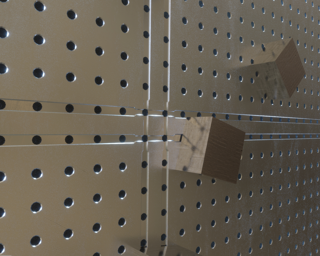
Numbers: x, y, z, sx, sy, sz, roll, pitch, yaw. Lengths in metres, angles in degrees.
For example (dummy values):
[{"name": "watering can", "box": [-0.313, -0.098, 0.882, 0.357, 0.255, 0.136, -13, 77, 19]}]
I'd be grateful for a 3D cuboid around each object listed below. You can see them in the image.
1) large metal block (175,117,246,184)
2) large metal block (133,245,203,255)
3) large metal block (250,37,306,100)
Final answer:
[{"name": "large metal block", "box": [0.076, 0.034, 0.460, 0.080, 0.050, 0.080, 21, 77, -38]}, {"name": "large metal block", "box": [0.007, 0.202, 0.401, 0.081, 0.050, 0.080, 15, 81, -39]}, {"name": "large metal block", "box": [0.223, -0.110, 0.584, 0.080, 0.050, 0.080, -48, 119, -29]}]
